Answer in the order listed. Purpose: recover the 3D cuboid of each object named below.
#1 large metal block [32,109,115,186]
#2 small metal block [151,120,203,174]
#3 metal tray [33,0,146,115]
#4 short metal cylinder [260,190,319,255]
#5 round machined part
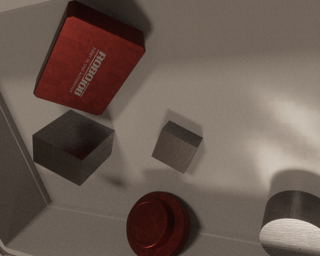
[{"bbox_3d":[-0.124,0.026,0.453,0.080,0.080,0.050,25,127,13],"label":"large metal block"},{"bbox_3d":[0.022,0.026,0.412,0.050,0.025,0.050,28,128,10],"label":"small metal block"},{"bbox_3d":[-0.087,-0.075,0.372,0.091,0.030,0.129,18,136,-28],"label":"metal tray"},{"bbox_3d":[0.168,0.124,0.381,0.080,0.050,0.079,13,124,20],"label":"short metal cylinder"},{"bbox_3d":[-0.009,0.140,0.449,0.098,0.098,0.042,-6,153,30],"label":"round machined part"}]
